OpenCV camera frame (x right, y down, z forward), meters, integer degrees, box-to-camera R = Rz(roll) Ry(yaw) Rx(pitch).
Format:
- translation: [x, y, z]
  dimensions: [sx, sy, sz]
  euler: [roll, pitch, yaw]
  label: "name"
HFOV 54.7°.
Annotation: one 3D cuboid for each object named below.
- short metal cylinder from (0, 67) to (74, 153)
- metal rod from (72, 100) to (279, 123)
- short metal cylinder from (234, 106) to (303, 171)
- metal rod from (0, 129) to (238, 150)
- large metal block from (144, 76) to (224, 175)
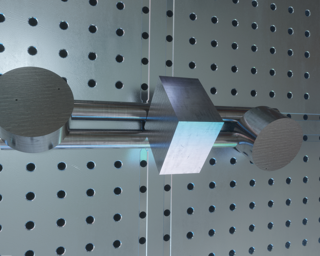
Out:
- translation: [-0.136, -0.019, 0.334]
  dimensions: [0.081, 0.050, 0.080]
  euler: [8, 65, -17]
  label: "short metal cylinder"
- translation: [0.035, -0.020, 0.425]
  dimensions: [0.302, 0.025, 0.025]
  euler: [1, 90, -20]
  label: "metal rod"
- translation: [0.152, 0.014, 0.441]
  dimensions: [0.081, 0.050, 0.079]
  euler: [-8, 115, -16]
  label: "short metal cylinder"
- translation: [-0.035, 0.014, 0.399]
  dimensions: [0.302, 0.025, 0.025]
  euler: [1, 90, -20]
  label: "metal rod"
- translation: [0.023, -0.003, 0.360]
  dimensions: [0.050, 0.080, 0.079]
  euler: [1, 132, -20]
  label: "large metal block"
